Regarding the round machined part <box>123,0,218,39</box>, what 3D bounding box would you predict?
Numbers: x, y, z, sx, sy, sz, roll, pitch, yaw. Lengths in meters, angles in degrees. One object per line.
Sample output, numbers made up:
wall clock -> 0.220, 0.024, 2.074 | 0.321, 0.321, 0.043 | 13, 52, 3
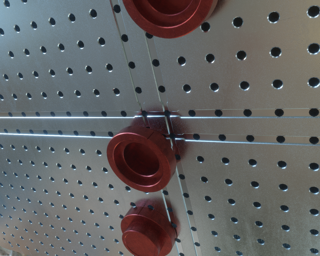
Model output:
round machined part -> 0.013, -0.143, 0.306 | 0.098, 0.042, 0.097 | 13, 124, 21

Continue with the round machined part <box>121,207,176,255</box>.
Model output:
round machined part -> -0.025, 0.186, 0.529 | 0.098, 0.042, 0.097 | 13, 124, 21

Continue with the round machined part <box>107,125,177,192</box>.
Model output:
round machined part -> -0.022, 0.039, 0.436 | 0.098, 0.042, 0.097 | 13, 124, 21
